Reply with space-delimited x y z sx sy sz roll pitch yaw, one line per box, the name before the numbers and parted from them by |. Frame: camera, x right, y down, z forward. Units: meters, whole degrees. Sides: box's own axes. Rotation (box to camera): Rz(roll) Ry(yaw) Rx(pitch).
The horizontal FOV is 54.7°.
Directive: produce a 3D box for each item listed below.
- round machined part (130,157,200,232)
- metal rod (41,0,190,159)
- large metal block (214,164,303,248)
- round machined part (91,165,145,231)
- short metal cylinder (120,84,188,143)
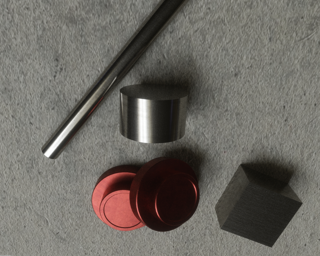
round machined part | 0.013 0.089 0.409 0.099 0.042 0.097 -2 94 -31
metal rod | -0.051 -0.073 0.382 0.025 0.025 0.299 39 105 -13
large metal block | 0.135 0.110 0.438 0.080 0.050 0.079 22 108 -8
round machined part | -0.048 0.106 0.439 0.099 0.042 0.097 0 110 0
short metal cylinder | -0.008 -0.020 0.373 0.081 0.080 0.050 3 110 -1
